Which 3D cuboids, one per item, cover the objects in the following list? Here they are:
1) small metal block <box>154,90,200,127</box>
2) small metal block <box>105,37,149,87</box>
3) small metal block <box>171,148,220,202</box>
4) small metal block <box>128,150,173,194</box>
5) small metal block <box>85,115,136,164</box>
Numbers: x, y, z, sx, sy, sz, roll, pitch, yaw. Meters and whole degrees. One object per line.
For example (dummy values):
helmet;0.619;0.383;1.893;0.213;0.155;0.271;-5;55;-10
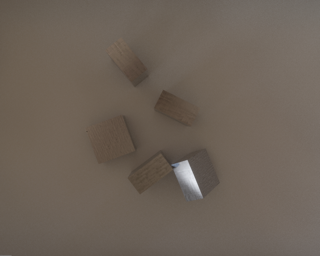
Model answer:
small metal block;0.021;-0.024;0.399;0.050;0.050;0.025;26;90;-1
small metal block;-0.041;-0.083;0.398;0.025;0.050;0.050;-40;91;0
small metal block;0.047;0.059;0.397;0.025;0.050;0.050;-22;90;36
small metal block;-0.012;0.055;0.399;0.050;0.050;0.025;-37;90;0
small metal block;-0.064;0.015;0.411;0.050;0.025;0.050;-20;90;-1
